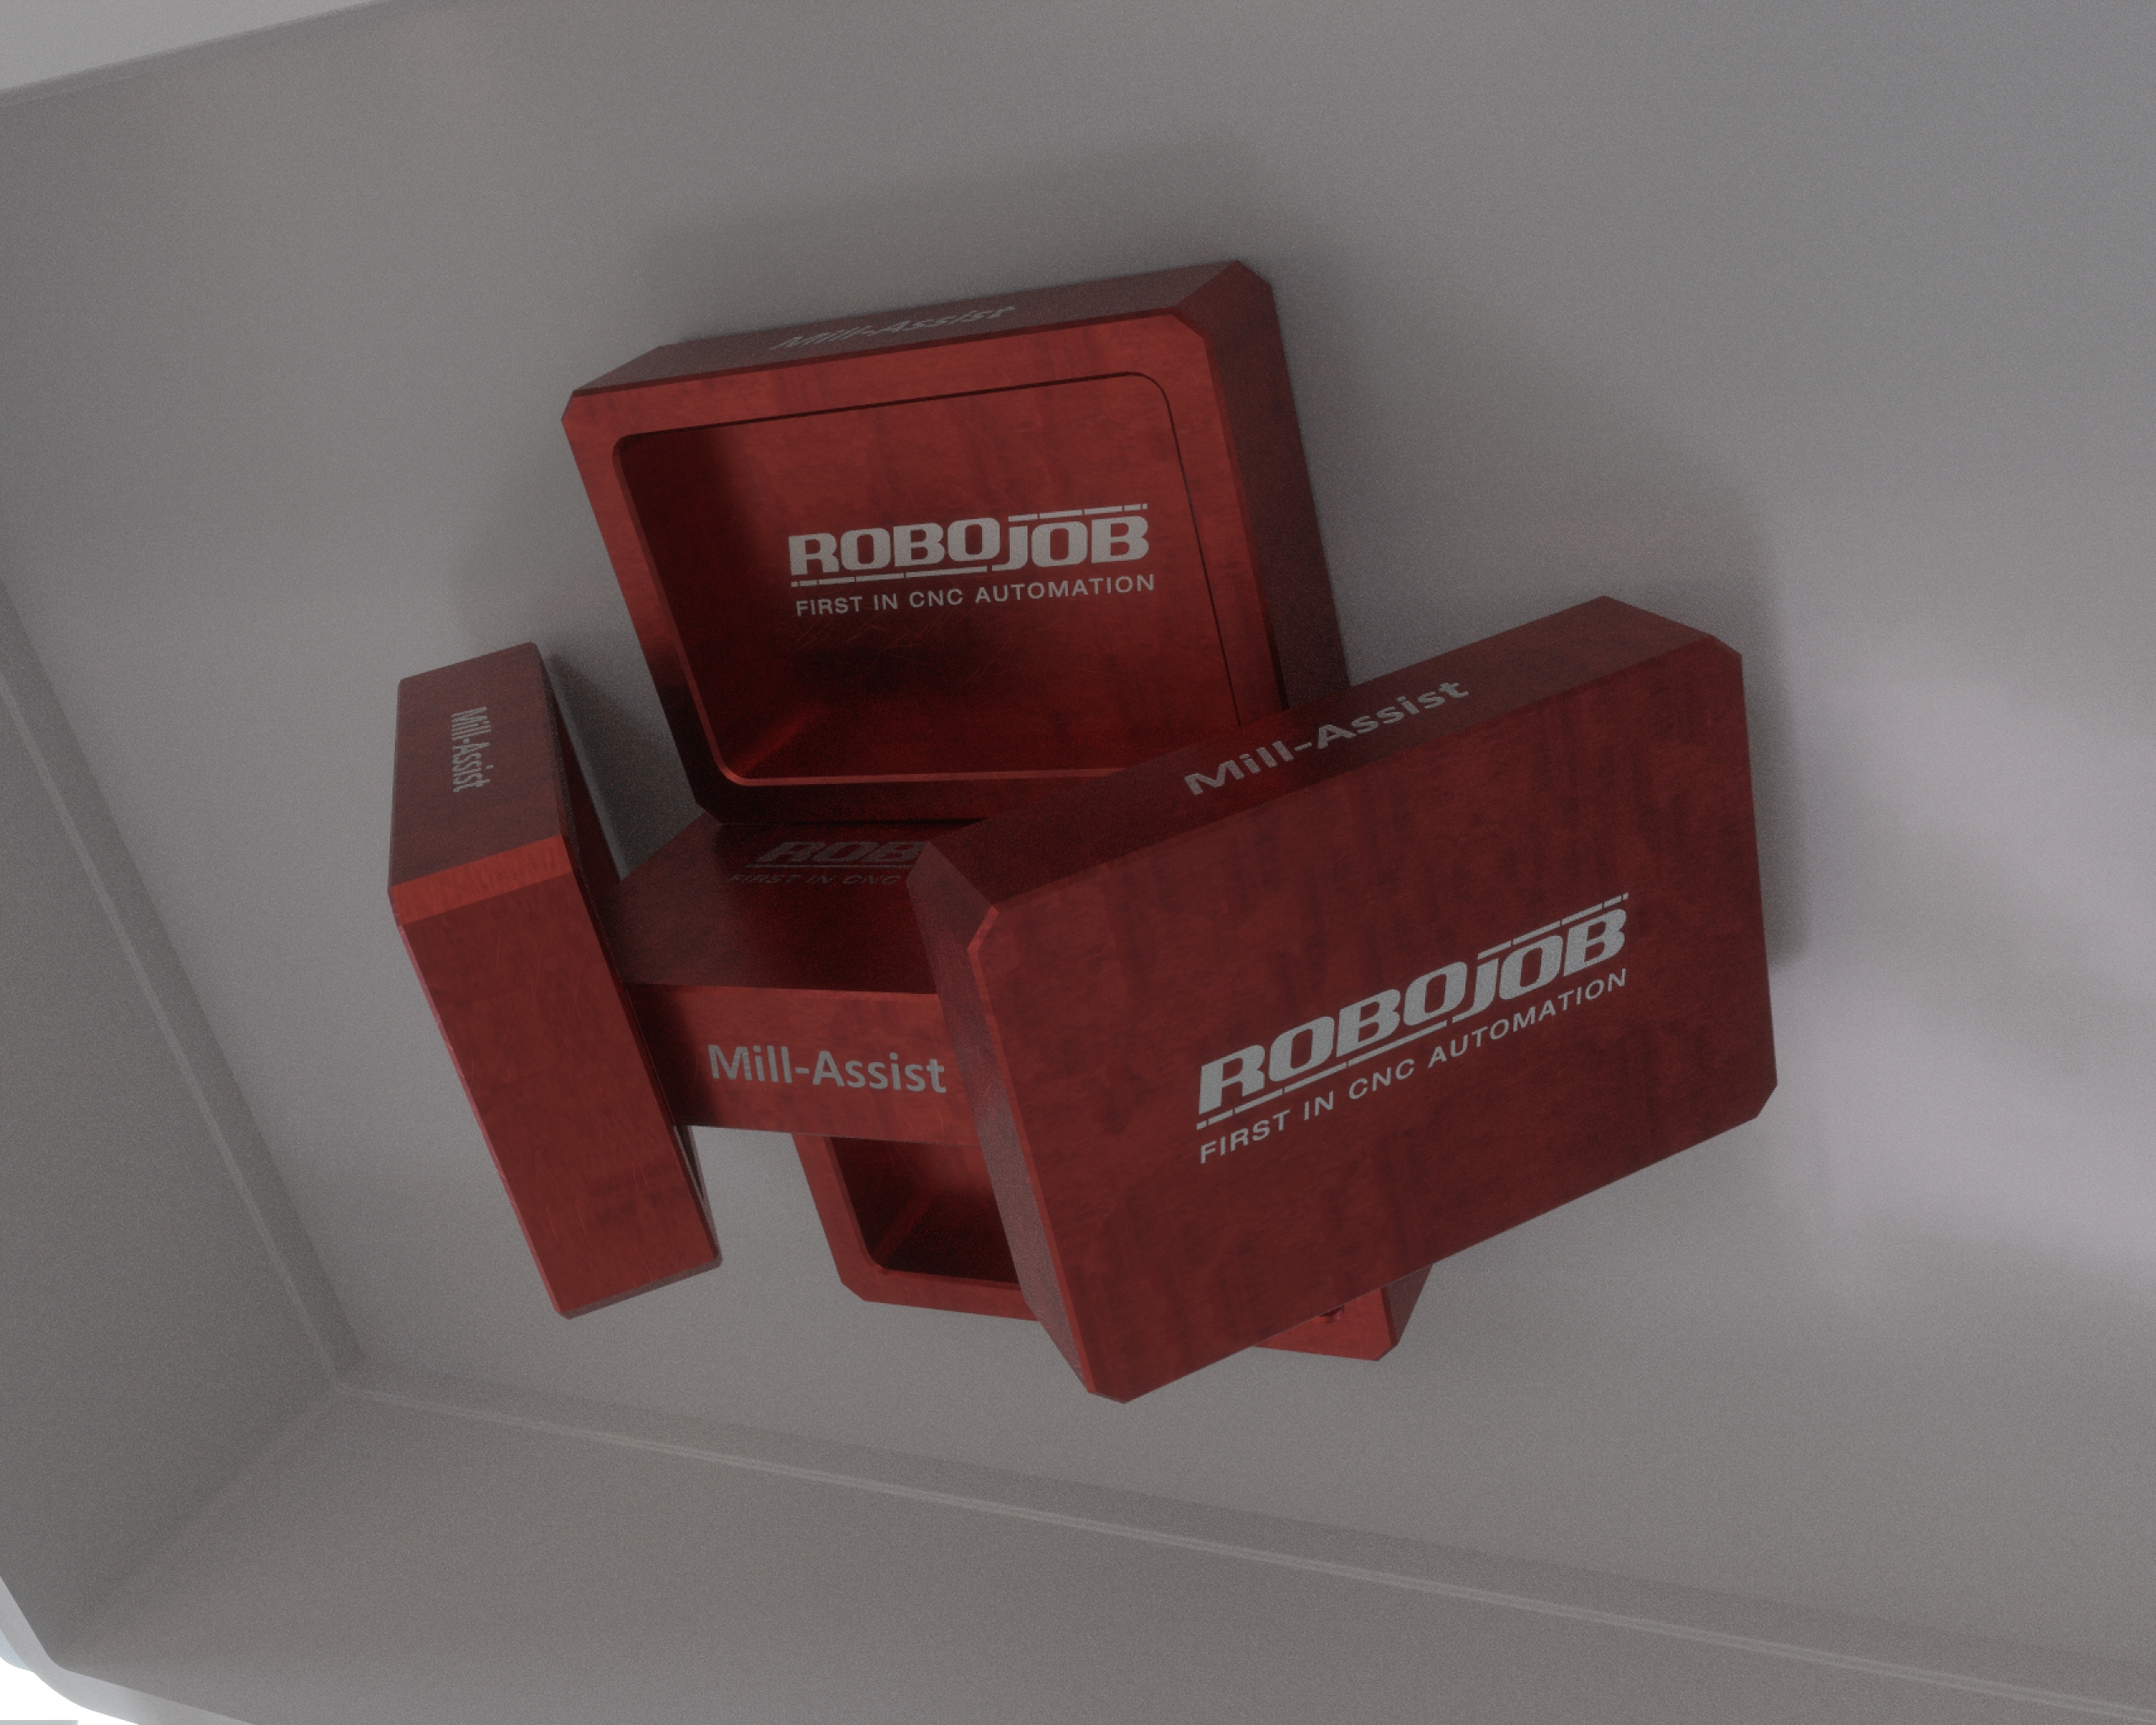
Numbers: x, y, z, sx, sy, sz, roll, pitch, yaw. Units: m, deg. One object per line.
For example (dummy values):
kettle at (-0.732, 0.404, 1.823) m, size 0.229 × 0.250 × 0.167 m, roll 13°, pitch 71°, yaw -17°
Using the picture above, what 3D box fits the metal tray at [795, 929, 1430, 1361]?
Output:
metal tray at (0.002, 0.053, 0.433) m, size 0.130 × 0.030 × 0.089 m, roll 0°, pitch 119°, yaw 27°

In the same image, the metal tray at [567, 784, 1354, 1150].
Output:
metal tray at (-0.025, 0.013, 0.386) m, size 0.130 × 0.090 × 0.030 m, roll 0°, pitch 118°, yaw 27°

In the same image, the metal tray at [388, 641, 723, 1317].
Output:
metal tray at (-0.105, 0.017, 0.414) m, size 0.030 × 0.130 × 0.089 m, roll -18°, pitch 115°, yaw -9°

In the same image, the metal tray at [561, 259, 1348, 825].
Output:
metal tray at (-0.022, -0.054, 0.381) m, size 0.130 × 0.030 × 0.089 m, roll -1°, pitch 119°, yaw 27°

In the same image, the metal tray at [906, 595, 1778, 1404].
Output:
metal tray at (0.047, 0.020, 0.335) m, size 0.030 × 0.131 × 0.089 m, roll -139°, pitch 32°, yaw -60°
